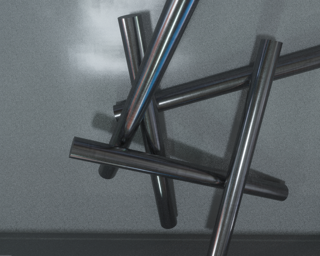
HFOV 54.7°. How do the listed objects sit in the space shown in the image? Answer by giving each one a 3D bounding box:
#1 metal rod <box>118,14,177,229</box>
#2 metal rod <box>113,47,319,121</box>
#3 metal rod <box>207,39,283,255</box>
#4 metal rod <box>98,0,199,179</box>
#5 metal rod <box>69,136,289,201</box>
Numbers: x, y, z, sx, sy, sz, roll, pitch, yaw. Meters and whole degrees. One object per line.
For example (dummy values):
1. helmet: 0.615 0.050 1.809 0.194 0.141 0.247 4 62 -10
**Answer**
1. metal rod: -0.009 0.013 0.393 0.025 0.025 0.298 -8 118 3
2. metal rod: 0.088 -0.057 0.390 0.301 0.025 0.025 -15 110 5
3. metal rod: 0.099 0.044 0.384 0.025 0.025 0.298 10 102 -4
4. metal rod: -0.021 -0.034 0.334 0.025 0.025 0.298 22 133 -8
5. metal rod: 0.039 0.057 0.397 0.302 0.025 0.025 15 110 -20
